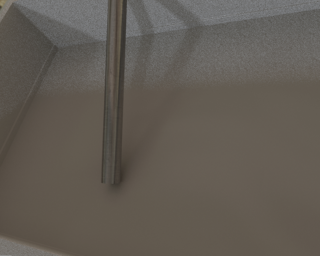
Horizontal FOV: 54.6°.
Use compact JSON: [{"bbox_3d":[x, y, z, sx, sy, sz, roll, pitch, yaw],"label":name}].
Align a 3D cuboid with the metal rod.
[{"bbox_3d":[-0.059,-0.078,0.410,0.025,0.025,0.299,-1,86,28],"label":"metal rod"}]
